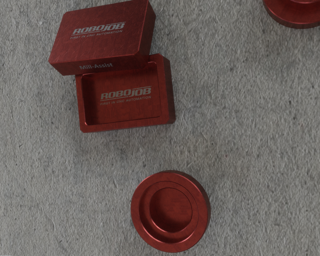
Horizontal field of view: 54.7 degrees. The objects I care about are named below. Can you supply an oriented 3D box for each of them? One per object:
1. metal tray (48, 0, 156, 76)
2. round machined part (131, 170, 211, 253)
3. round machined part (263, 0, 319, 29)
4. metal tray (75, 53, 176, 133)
[{"bbox_3d":[-0.076,-0.120,0.412,0.130,0.030,0.090,-1,65,20],"label":"metal tray"},{"bbox_3d":[0.016,0.102,0.394,0.098,0.042,0.097,0,90,19],"label":"round machined part"},{"bbox_3d":[0.164,-0.164,0.342,0.098,0.042,0.097,0,90,19],"label":"round machined part"},{"bbox_3d":[-0.049,-0.044,0.422,0.130,0.030,0.089,-6,88,19],"label":"metal tray"}]
